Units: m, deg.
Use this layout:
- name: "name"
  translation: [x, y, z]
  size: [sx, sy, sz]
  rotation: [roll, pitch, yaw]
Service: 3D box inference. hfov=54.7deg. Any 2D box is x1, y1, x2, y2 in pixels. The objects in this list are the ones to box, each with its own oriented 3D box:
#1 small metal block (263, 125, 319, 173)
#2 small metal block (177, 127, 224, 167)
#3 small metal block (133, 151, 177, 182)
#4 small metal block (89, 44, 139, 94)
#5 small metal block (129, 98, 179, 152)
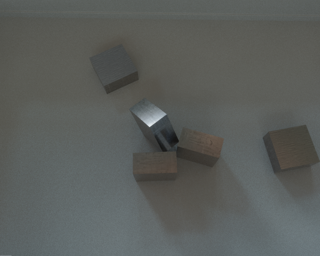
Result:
- name: "small metal block"
  translation: [0.168, 0.027, 0.401]
  size: [0.050, 0.025, 0.050]
  rotation: [-10, 70, -4]
- name: "small metal block"
  translation: [0.048, 0.025, 0.387]
  size: [0.050, 0.050, 0.025]
  rotation: [16, 71, 5]
- name: "small metal block"
  translation: [-0.006, 0.048, 0.379]
  size: [0.050, 0.050, 0.025]
  rotation: [-2, 70, -1]
- name: "small metal block"
  translation: [-0.065, -0.084, 0.440]
  size: [0.050, 0.025, 0.050]
  rotation: [-26, 72, -9]
- name: "small metal block"
  translation: [-0.007, -0.003, 0.387]
  size: [0.025, 0.050, 0.050]
  rotation: [-37, 43, -12]
